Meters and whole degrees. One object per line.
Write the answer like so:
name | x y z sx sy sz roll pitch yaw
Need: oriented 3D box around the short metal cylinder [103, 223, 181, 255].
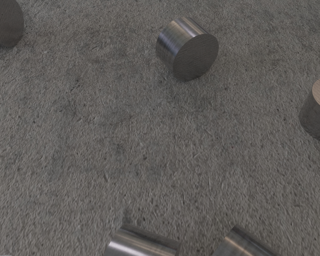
short metal cylinder | -0.019 0.128 0.260 0.050 0.080 0.080 16 52 13

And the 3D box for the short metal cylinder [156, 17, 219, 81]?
short metal cylinder | 0.041 -0.118 0.467 0.081 0.080 0.050 -23 54 -18

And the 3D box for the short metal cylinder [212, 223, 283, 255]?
short metal cylinder | 0.065 0.129 0.259 0.050 0.080 0.080 33 57 24

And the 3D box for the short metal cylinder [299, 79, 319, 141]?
short metal cylinder | 0.233 -0.023 0.408 0.080 0.050 0.080 0 50 0

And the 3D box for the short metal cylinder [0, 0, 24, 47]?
short metal cylinder | -0.273 -0.179 0.516 0.050 0.080 0.080 10 51 8
